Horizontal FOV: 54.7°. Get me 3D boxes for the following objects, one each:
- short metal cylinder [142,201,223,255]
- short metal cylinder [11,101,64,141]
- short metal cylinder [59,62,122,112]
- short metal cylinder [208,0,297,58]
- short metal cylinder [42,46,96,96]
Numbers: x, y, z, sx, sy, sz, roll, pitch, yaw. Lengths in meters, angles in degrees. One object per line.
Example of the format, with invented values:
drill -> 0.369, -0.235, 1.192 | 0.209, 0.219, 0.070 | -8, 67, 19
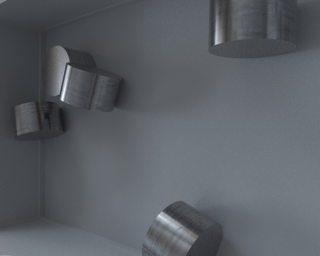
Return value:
short metal cylinder -> 0.026, 0.130, 0.348 | 0.050, 0.081, 0.079 | 25, 106, 37
short metal cylinder -> -0.215, -0.011, 0.545 | 0.080, 0.081, 0.050 | -19, 78, 38
short metal cylinder -> -0.101, -0.060, 0.452 | 0.080, 0.081, 0.050 | 27, 107, 36
short metal cylinder -> 0.088, -0.100, 0.298 | 0.080, 0.081, 0.050 | 2, 91, 39
short metal cylinder -> -0.151, -0.091, 0.512 | 0.080, 0.050, 0.079 | 0, 90, 39
